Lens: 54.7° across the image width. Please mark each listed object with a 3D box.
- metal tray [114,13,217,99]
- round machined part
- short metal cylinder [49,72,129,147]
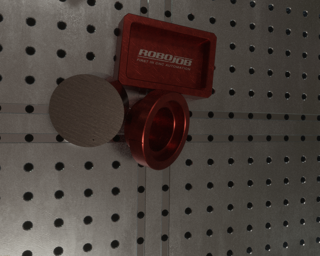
[{"bbox_3d":[0.008,-0.091,0.413,0.131,0.030,0.089,6,88,-20],"label":"metal tray"},{"bbox_3d":[-0.007,0.000,0.385,0.099,0.042,0.097,-26,123,-49],"label":"round machined part"},{"bbox_3d":[-0.078,-0.023,0.356,0.081,0.050,0.079,0,103,0],"label":"short metal cylinder"}]
